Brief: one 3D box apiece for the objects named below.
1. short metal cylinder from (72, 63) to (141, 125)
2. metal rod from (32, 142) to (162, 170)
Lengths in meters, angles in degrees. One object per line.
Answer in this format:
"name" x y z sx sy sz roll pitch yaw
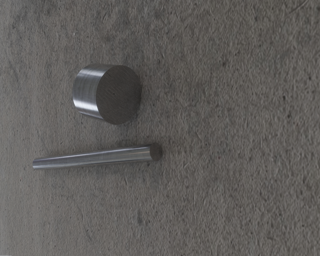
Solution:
"short metal cylinder" -0.072 -0.048 0.429 0.050 0.081 0.079 13 99 39
"metal rod" -0.120 0.050 0.503 0.300 0.025 0.025 -9 84 39
